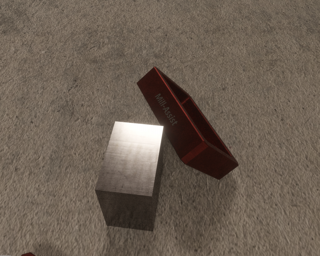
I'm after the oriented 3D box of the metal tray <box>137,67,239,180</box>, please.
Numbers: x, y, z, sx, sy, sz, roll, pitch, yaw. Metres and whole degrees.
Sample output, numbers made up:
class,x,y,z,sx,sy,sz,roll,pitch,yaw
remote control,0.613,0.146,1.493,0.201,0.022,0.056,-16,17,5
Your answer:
class,x,y,z,sx,sy,sz,roll,pitch,yaw
metal tray,0.032,-0.006,0.366,0.030,0.090,0.130,-41,53,15

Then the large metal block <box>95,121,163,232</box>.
class,x,y,z,sx,sy,sz,roll,pitch,yaw
large metal block,-0.027,0.051,0.324,0.050,0.080,0.080,6,50,4

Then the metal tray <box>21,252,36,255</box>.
class,x,y,z,sx,sy,sz,roll,pitch,yaw
metal tray,-0.116,0.181,0.246,0.090,0.030,0.130,23,53,18
